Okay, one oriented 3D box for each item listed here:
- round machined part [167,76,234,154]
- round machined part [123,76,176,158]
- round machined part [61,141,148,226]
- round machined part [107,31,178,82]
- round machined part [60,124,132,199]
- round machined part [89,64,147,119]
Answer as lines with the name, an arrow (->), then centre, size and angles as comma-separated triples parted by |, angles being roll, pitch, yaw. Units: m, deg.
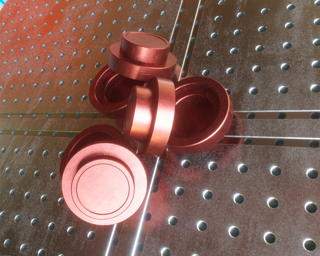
round machined part -> 0.042, -0.012, 0.383 | 0.098, 0.042, 0.098 | -13, 56, 21
round machined part -> -0.017, -0.015, 0.378 | 0.042, 0.098, 0.098 | 10, 58, -14
round machined part -> -0.063, 0.065, 0.355 | 0.099, 0.042, 0.097 | 0, 94, -5
round machined part -> -0.023, -0.106, 0.440 | 0.099, 0.042, 0.098 | 10, 32, -6
round machined part -> -0.080, 0.047, 0.411 | 0.098, 0.042, 0.098 | -13, 56, 21
round machined part -> -0.052, -0.055, 0.458 | 0.098, 0.042, 0.098 | -13, 56, 21
